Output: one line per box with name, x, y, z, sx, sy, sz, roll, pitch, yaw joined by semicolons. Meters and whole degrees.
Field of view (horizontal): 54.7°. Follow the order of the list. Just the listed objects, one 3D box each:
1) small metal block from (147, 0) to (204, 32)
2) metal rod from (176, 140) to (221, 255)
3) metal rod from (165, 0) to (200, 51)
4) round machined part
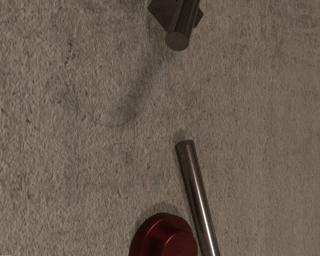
small metal block;0.020;-0.154;0.407;0.050;0.050;0.025;43;64;-32
metal rod;0.071;0.162;0.467;0.025;0.025;0.298;-24;105;-38
metal rod;0.051;-0.211;0.399;0.025;0.025;0.300;40;50;-33
round machined part;0.012;0.165;0.406;0.099;0.042;0.097;0;90;-40
